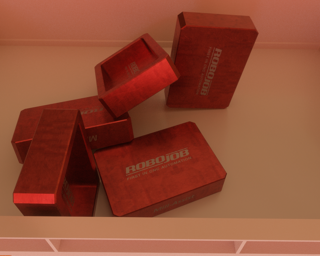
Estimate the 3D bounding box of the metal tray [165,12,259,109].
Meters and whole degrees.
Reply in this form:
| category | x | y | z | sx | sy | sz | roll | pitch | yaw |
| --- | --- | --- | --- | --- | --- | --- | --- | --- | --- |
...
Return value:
| category | x | y | z | sx | sy | sz | roll | pitch | yaw |
| --- | --- | --- | --- | --- | --- | --- | --- | --- | --- |
| metal tray | 0.059 | -0.080 | 0.399 | 0.091 | 0.129 | 0.030 | 0 | 50 | -9 |

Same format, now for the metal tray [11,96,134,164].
| category | x | y | z | sx | sy | sz | roll | pitch | yaw |
| --- | --- | --- | --- | --- | --- | --- | --- | --- | --- |
| metal tray | -0.105 | -0.005 | 0.384 | 0.131 | 0.030 | 0.090 | -12 | 30 | -11 |

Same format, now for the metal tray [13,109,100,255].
| category | x | y | z | sx | sy | sz | roll | pitch | yaw |
| --- | --- | --- | --- | --- | --- | --- | --- | --- | --- |
| metal tray | -0.086 | 0.056 | 0.289 | 0.030 | 0.129 | 0.090 | 1 | 50 | 1 |

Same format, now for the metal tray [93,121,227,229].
| category | x | y | z | sx | sy | sz | roll | pitch | yaw |
| --- | --- | --- | --- | --- | --- | --- | --- | --- | --- |
| metal tray | -0.002 | 0.049 | 0.360 | 0.131 | 0.030 | 0.090 | -17 | 52 | -14 |

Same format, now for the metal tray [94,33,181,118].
| category | x | y | z | sx | sy | sz | roll | pitch | yaw |
| --- | --- | --- | --- | --- | --- | --- | --- | --- | --- |
| metal tray | -0.035 | -0.072 | 0.393 | 0.090 | 0.030 | 0.130 | -32 | 30 | 4 |
